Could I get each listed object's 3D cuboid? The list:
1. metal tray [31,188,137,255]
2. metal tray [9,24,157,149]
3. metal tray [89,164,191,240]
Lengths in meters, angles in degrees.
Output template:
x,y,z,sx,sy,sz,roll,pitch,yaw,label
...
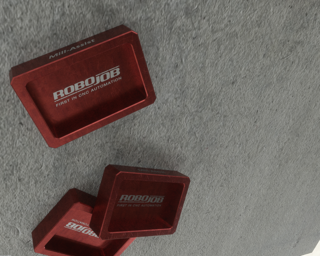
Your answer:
x,y,z,sx,sy,sz,roll,pitch,yaw,label
-0.098,0.147,0.440,0.090,0.030,0.130,-49,129,6,metal tray
-0.077,-0.044,0.333,0.131,0.030,0.090,-26,128,-12,metal tray
-0.023,0.102,0.429,0.131,0.030,0.089,12,95,-40,metal tray
